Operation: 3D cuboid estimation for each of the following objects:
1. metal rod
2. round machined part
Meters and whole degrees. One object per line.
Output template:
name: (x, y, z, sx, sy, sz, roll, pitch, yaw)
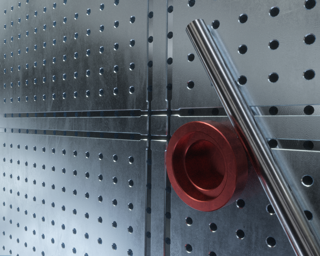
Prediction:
metal rod: (0.097, 0.009, 0.329, 0.025, 0.025, 0.299, -35, 69, 34)
round machined part: (0.056, 0.040, 0.347, 0.098, 0.042, 0.097, 6, 98, 46)
